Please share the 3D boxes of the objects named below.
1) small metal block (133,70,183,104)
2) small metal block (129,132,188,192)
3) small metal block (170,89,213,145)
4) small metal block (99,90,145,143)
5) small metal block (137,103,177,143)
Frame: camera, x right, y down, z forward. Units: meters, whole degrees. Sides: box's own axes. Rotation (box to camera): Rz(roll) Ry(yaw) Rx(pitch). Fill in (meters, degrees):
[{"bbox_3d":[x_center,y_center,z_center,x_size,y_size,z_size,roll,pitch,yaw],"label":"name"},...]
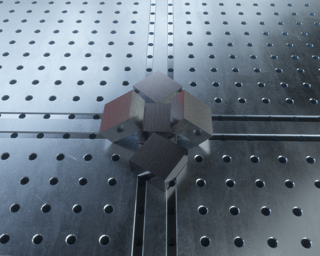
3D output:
[{"bbox_3d":[-0.003,-0.052,0.452,0.050,0.025,0.050,-36,58,-27],"label":"small metal block"},{"bbox_3d":[-0.001,0.040,0.374,0.050,0.025,0.050,27,55,22],"label":"small metal block"},{"bbox_3d":[0.041,-0.014,0.402,0.050,0.025,0.050,30,43,-28],"label":"small metal block"},{"bbox_3d":[-0.049,-0.015,0.404,0.050,0.025,0.050,-23,44,29],"label":"small metal block"},{"bbox_3d":[-0.003,-0.006,0.413,0.050,0.025,0.050,1,49,1],"label":"small metal block"}]
